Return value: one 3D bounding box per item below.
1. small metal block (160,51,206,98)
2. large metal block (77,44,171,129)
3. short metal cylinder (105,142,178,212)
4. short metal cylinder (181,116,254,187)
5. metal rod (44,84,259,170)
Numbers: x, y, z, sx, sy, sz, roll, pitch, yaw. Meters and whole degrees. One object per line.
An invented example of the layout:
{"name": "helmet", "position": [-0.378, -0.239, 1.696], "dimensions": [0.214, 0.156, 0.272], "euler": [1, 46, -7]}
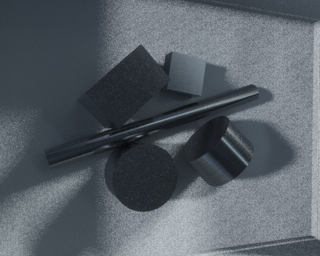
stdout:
{"name": "small metal block", "position": [0.032, -0.072, 0.422], "dimensions": [0.050, 0.025, 0.050], "euler": [9, 87, -20]}
{"name": "large metal block", "position": [-0.045, -0.045, 0.364], "dimensions": [0.080, 0.080, 0.050], "euler": [-45, 105, -15]}
{"name": "short metal cylinder", "position": [-0.025, 0.058, 0.387], "dimensions": [0.081, 0.050, 0.079], "euler": [0, 90, -21]}
{"name": "short metal cylinder", "position": [0.075, 0.030, 0.409], "dimensions": [0.050, 0.080, 0.080], "euler": [45, 76, -15]}
{"name": "metal rod", "position": [0.004, -0.008, 0.412], "dimensions": [0.302, 0.025, 0.025], "euler": [-19, 97, -20]}
